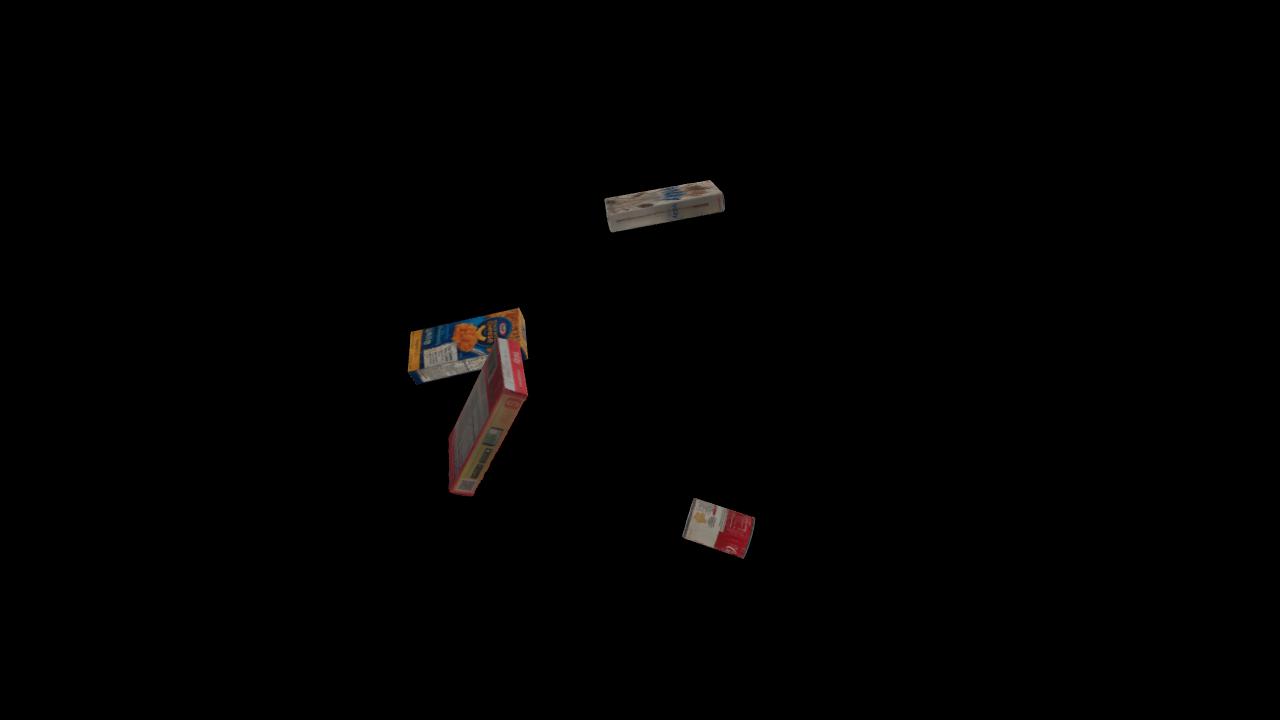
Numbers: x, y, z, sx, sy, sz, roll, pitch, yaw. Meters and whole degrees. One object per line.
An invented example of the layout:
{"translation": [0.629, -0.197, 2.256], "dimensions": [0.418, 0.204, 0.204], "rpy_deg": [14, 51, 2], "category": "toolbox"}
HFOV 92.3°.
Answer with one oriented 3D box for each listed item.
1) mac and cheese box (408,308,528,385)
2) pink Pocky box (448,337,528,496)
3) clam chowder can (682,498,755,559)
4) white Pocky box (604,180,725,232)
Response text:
{"translation": [-0.278, -0.023, 0.995], "dimensions": [0.184, 0.093, 0.041], "rpy_deg": [-13, -42, -1], "category": "mac and cheese box"}
{"translation": [-0.162, 0.060, 0.641], "dimensions": [0.029, 0.155, 0.084], "rpy_deg": [16, 32, -28], "category": "pink Pocky box"}
{"translation": [0.125, 0.267, 0.980], "dimensions": [0.102, 0.068, 0.068], "rpy_deg": [18, 2, 8], "category": "clam chowder can"}
{"translation": [0.030, -0.209, 0.830], "dimensions": [0.154, 0.028, 0.084], "rpy_deg": [-11, 29, -1], "category": "white Pocky box"}
